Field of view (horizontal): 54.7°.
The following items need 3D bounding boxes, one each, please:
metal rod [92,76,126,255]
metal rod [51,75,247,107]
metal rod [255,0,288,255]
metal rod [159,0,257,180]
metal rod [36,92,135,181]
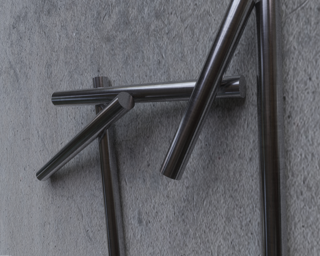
[{"bbox_3d":[-0.076,0.071,0.468,0.025,0.025,0.298,-10,83,39],"label":"metal rod"},{"bbox_3d":[-0.037,-0.045,0.413,0.300,0.025,0.025,0,90,33],"label":"metal rod"},{"bbox_3d":[0.112,0.023,0.312,0.025,0.025,0.298,-2,89,40],"label":"metal rod"},{"bbox_3d":[0.067,-0.086,0.321,0.025,0.025,0.298,27,98,37],"label":"metal rod"},{"bbox_3d":[-0.133,0.028,0.489,0.299,0.025,0.025,-34,69,43],"label":"metal rod"}]
